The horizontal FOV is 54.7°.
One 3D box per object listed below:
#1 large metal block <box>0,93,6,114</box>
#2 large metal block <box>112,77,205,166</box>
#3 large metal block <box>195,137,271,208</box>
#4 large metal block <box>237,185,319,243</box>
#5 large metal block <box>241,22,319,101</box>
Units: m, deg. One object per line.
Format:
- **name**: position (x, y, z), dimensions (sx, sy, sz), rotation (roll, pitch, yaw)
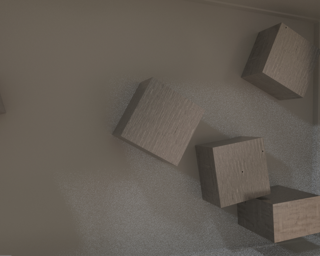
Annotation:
- **large metal block**: position (-0.207, -0.031, 0.305), dimensions (0.081, 0.080, 0.050), rotation (-16, 96, -20)
- **large metal block**: position (-0.002, -0.007, 0.397), dimensions (0.080, 0.050, 0.080), rotation (30, 80, -18)
- **large metal block**: position (0.102, 0.058, 0.437), dimensions (0.081, 0.050, 0.079), rotation (-10, 94, -20)
- **large metal block**: position (0.169, 0.119, 0.446), dimensions (0.081, 0.080, 0.050), rotation (-4, 92, -20)
- **large metal block**: position (0.182, -0.097, 0.466), dimensions (0.080, 0.050, 0.080), rotation (26, 81, -19)
